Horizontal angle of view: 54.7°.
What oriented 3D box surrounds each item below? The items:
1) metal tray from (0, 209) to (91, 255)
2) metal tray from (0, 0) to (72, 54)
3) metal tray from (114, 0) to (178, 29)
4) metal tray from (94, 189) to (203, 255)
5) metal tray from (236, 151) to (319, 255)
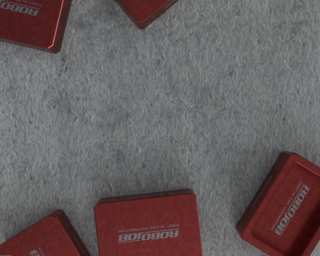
[{"bbox_3d":[-0.139,0.186,0.406,0.090,0.030,0.130,-31,90,-1],"label":"metal tray"},{"bbox_3d":[-0.190,-0.157,0.405,0.131,0.030,0.089,13,90,-1],"label":"metal tray"},{"bbox_3d":[-0.005,-0.207,0.407,0.130,0.030,0.090,-40,91,-1],"label":"metal tray"},{"bbox_3d":[-0.014,0.133,0.407,0.131,0.030,0.089,-6,90,-1],"label":"metal tray"},{"bbox_3d":[0.174,0.107,0.409,0.090,0.030,0.130,32,90,-1],"label":"metal tray"}]
